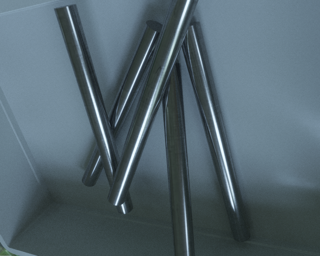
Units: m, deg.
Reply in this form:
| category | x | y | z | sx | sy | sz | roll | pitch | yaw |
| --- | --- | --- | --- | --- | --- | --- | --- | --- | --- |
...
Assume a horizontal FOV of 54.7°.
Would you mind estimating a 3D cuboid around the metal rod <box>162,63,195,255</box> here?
| category | x | y | z | sx | sy | sz | roll | pitch | yaw |
| --- | --- | --- | --- | --- | --- | --- | --- | --- | --- |
| metal rod | 0.023 | 0.075 | 0.366 | 0.025 | 0.025 | 0.298 | -3 | 93 | 29 |

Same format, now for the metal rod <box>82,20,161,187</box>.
| category | x | y | z | sx | sy | sz | roll | pitch | yaw |
| --- | --- | --- | --- | --- | --- | --- | --- | --- | --- |
| metal rod | -0.062 | -0.011 | 0.434 | 0.025 | 0.025 | 0.298 | 34 | 129 | 5 |

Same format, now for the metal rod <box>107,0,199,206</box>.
| category | x | y | z | sx | sy | sz | roll | pitch | yaw |
| --- | --- | --- | --- | --- | --- | --- | --- | --- | --- |
| metal rod | -0.016 | -0.018 | 0.361 | 0.025 | 0.025 | 0.298 | 28 | 122 | 11 |

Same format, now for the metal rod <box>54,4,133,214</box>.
| category | x | y | z | sx | sy | sz | roll | pitch | yaw |
| --- | --- | --- | --- | --- | --- | --- | --- | --- | --- |
| metal rod | -0.080 | -0.006 | 0.413 | 0.025 | 0.025 | 0.298 | 3 | 120 | 26 |

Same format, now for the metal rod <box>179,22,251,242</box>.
| category | x | y | z | sx | sy | sz | roll | pitch | yaw |
| --- | --- | --- | --- | --- | --- | --- | --- | --- | --- |
| metal rod | 0.073 | 0.022 | 0.383 | 0.025 | 0.025 | 0.298 | -4 | 117 | 30 |
